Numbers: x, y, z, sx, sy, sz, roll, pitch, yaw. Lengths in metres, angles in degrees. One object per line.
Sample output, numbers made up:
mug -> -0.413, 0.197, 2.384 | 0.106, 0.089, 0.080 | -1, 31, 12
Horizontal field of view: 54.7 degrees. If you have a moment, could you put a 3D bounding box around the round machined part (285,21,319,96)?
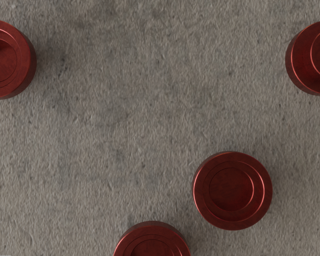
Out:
round machined part -> 0.221, -0.092, 0.404 | 0.099, 0.042, 0.097 | 0, 90, -1

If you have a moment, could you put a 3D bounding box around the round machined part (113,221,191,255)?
round machined part -> -0.010, 0.168, 0.402 | 0.099, 0.042, 0.097 | 0, 90, -1

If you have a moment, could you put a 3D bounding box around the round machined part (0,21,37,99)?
round machined part -> -0.208, -0.085, 0.399 | 0.099, 0.042, 0.097 | 0, 90, -1

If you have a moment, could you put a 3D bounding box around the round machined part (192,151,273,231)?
round machined part -> 0.090, 0.078, 0.403 | 0.099, 0.042, 0.097 | 0, 90, -1
